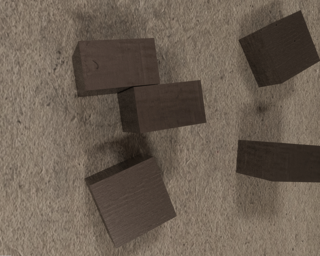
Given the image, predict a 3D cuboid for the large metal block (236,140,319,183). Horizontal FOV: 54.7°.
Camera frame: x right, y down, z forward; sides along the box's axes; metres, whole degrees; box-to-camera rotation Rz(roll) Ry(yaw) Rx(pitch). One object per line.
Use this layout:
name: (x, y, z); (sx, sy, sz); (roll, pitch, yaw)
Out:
large metal block: (0.168, 0.046, 0.444); (0.081, 0.080, 0.050); (5, 89, -20)

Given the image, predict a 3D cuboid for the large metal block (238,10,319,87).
large metal block: (0.178, -0.117, 0.463); (0.080, 0.050, 0.080); (-29, 100, -18)

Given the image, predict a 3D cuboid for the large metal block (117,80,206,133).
large metal block: (-0.001, -0.025, 0.380); (0.081, 0.080, 0.050); (-9, 94, -20)

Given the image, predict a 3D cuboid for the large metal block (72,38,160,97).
large metal block: (-0.054, -0.068, 0.360); (0.081, 0.080, 0.050); (-9, 93, -20)

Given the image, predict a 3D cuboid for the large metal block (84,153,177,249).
large metal block: (-0.037, 0.085, 0.383); (0.081, 0.050, 0.080); (-23, 98, -19)
